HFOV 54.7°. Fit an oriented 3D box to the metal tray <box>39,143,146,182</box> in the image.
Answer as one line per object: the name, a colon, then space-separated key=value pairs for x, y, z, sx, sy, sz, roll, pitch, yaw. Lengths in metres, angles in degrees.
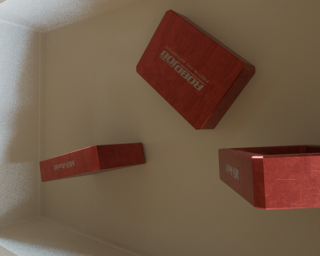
metal tray: x=-0.097 y=0.049 z=0.441 sx=0.130 sy=0.091 sz=0.030 roll=-16 pitch=80 yaw=38

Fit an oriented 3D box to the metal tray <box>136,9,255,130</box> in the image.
metal tray: x=0.036 y=-0.071 z=0.372 sx=0.130 sy=0.030 sz=0.089 roll=47 pitch=117 yaw=29

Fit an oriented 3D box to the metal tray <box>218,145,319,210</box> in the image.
metal tray: x=0.100 y=0.031 z=0.236 sx=0.091 sy=0.130 sz=0.030 roll=-3 pitch=88 yaw=1
